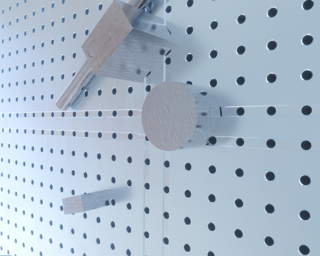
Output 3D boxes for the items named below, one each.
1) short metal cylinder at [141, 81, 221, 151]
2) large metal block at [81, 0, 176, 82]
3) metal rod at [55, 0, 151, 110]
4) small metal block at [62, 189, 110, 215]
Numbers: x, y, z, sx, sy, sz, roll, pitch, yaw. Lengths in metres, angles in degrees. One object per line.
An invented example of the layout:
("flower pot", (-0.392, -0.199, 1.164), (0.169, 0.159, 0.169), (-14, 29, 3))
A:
("short metal cylinder", (0.024, -0.014, 0.371), (0.080, 0.050, 0.079), (0, 90, 39))
("large metal block", (-0.041, -0.109, 0.405), (0.080, 0.081, 0.050), (-42, 65, 31))
("metal rod", (-0.080, -0.129, 0.472), (0.299, 0.025, 0.025), (-43, 64, 31))
("small metal block", (-0.116, 0.116, 0.486), (0.050, 0.050, 0.025), (-19, 78, 38))
